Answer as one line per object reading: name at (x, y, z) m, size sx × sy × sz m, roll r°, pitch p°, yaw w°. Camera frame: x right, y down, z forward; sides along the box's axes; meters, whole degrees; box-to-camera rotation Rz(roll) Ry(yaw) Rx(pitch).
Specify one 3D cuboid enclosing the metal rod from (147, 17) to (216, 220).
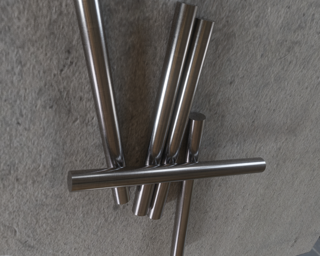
metal rod at (0.022, 0.005, 0.423) m, size 0.025 × 0.025 × 0.298 m, roll -2°, pitch 119°, yaw -28°

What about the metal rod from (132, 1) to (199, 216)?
metal rod at (0.000, -0.006, 0.404) m, size 0.025 × 0.025 × 0.298 m, roll -2°, pitch 119°, yaw -28°

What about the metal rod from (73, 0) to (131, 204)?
metal rod at (-0.062, -0.025, 0.358) m, size 0.025 × 0.025 × 0.298 m, roll -17°, pitch 126°, yaw -19°

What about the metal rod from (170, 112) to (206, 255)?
metal rod at (0.041, 0.113, 0.500) m, size 0.025 × 0.025 × 0.298 m, roll -10°, pitch 123°, yaw -24°

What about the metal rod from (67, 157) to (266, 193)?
metal rod at (0.029, 0.061, 0.428) m, size 0.303 × 0.025 × 0.025 m, roll 0°, pitch 119°, yaw -29°
